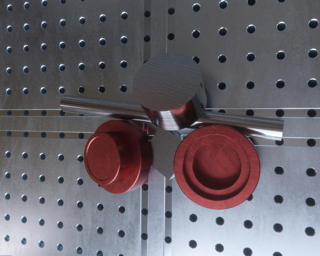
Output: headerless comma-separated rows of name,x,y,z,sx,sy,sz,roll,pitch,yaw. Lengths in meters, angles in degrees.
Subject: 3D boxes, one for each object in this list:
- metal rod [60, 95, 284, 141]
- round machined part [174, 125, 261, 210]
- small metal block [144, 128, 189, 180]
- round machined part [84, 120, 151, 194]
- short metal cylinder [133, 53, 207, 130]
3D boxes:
metal rod,0.001,-0.017,0.408,0.301,0.025,0.025,8,93,19
round machined part,0.069,0.044,0.373,0.098,0.042,0.097,1,93,17
small metal block,0.011,0.031,0.405,0.050,0.025,0.050,38,102,16
round machined part,-0.062,0.038,0.408,0.098,0.042,0.097,1,91,38
short metal cylinder,0.013,-0.044,0.375,0.080,0.050,0.080,-6,63,13
